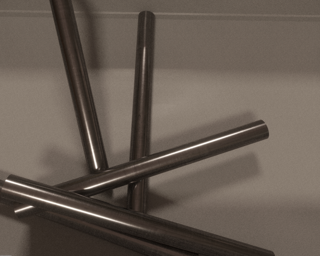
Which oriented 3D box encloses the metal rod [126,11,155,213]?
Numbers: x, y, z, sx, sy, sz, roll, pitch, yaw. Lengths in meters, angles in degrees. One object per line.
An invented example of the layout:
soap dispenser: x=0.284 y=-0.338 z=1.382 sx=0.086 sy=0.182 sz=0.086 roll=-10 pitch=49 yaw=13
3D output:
metal rod: x=-0.024 y=-0.030 z=0.420 sx=0.025 sy=0.025 sz=0.299 roll=2 pitch=70 yaw=0

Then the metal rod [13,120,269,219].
metal rod: x=-0.015 y=0.046 z=0.365 sx=0.302 sy=0.025 sz=0.025 roll=-17 pitch=71 yaw=-7

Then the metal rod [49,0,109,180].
metal rod: x=-0.102 y=-0.073 z=0.373 sx=0.025 sy=0.025 sz=0.298 roll=-12 pitch=95 yaw=-5

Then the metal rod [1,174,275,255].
metal rod: x=-0.016 y=0.107 z=0.338 sx=0.302 sy=0.025 sz=0.025 roll=18 pitch=71 yaw=-7

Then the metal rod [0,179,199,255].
metal rod: x=-0.102 y=0.107 z=0.369 sx=0.301 sy=0.025 sz=0.025 roll=18 pitch=71 yaw=6
